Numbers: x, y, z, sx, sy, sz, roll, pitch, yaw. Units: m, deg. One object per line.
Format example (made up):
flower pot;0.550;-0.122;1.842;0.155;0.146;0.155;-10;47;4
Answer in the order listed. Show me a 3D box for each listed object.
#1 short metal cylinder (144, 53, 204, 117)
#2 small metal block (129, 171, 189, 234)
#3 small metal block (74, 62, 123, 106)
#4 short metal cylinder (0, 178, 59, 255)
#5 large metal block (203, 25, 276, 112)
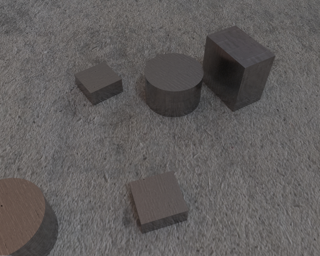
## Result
short metal cylinder;0.019;-0.061;0.439;0.081;0.050;0.080;0;50;0
small metal block;-0.002;0.080;0.336;0.050;0.025;0.050;-13;51;-11
small metal block;-0.090;-0.067;0.459;0.050;0.025;0.050;-30;56;-23
short metal cylinder;-0.147;0.097;0.305;0.081;0.050;0.080;0;50;0
large metal block;0.106;-0.084;0.439;0.050;0.080;0.080;-24;54;-19
